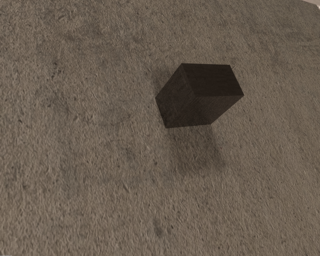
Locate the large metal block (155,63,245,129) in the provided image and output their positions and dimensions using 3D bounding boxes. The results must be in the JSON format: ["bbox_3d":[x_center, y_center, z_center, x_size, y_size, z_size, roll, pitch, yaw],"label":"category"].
[{"bbox_3d":[0.052,-0.043,0.424,0.081,0.080,0.050,-5,65,-31],"label":"large metal block"}]
